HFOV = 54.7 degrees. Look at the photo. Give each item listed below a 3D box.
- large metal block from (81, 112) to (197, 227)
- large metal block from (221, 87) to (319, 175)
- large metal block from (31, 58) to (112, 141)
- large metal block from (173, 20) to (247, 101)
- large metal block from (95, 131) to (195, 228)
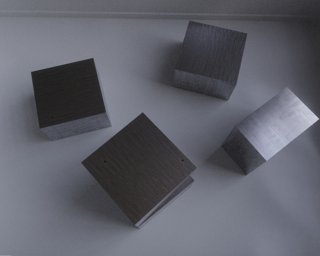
[{"bbox_3d":[-0.021,0.045,0.327,0.080,0.050,0.080,-41,75,-14],"label":"large metal block"},{"bbox_3d":[0.130,0.007,0.379,0.080,0.080,0.050,-35,74,-12],"label":"large metal block"},{"bbox_3d":[-0.115,-0.037,0.408,0.081,0.050,0.080,-14,71,-6],"label":"large metal block"},{"bbox_3d":[0.069,-0.093,0.431,0.080,0.050,0.080,14,71,5],"label":"large metal block"},{"bbox_3d":[-0.018,0.062,0.373,0.080,0.050,0.080,-37,75,-13],"label":"large metal block"}]
